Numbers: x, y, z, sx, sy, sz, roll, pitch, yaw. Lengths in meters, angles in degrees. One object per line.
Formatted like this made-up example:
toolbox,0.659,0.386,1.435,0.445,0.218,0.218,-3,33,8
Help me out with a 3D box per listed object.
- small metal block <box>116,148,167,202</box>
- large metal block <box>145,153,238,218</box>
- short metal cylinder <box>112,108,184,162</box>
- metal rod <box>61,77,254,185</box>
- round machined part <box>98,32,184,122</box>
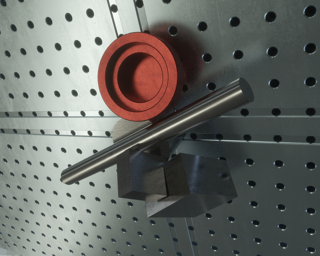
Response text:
small metal block,-0.022,0.056,0.361,0.050,0.050,0.025,19,142,-39
large metal block,0.036,0.076,0.393,0.081,0.050,0.080,13,142,-37
short metal cylinder,-0.014,0.009,0.406,0.080,0.050,0.079,13,124,20
metal rod,-0.029,0.019,0.371,0.299,0.025,0.025,-27,104,37
round machined part,-0.019,-0.058,0.358,0.098,0.042,0.097,3,97,22
